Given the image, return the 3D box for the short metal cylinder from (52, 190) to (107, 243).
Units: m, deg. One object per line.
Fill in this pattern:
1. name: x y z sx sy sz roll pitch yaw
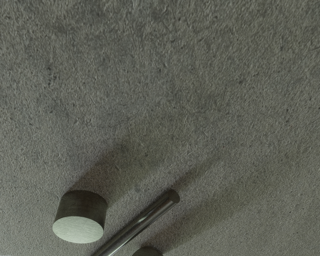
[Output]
1. short metal cylinder: -0.131 0.149 0.516 0.081 0.050 0.079 0 130 0

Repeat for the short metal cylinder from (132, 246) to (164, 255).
1. short metal cylinder: -0.021 0.284 0.613 0.080 0.080 0.050 -27 125 21

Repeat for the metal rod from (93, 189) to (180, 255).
1. metal rod: -0.065 0.203 0.578 0.025 0.025 0.299 29 124 -22
